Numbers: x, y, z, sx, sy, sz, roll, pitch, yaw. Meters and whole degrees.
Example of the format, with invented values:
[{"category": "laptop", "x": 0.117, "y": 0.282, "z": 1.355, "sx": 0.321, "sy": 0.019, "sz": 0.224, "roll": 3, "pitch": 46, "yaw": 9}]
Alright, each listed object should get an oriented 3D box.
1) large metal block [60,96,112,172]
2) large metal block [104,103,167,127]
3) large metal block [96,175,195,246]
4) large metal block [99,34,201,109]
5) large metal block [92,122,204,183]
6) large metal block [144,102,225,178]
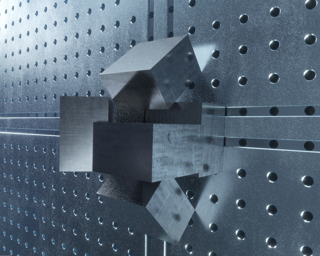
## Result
[{"category": "large metal block", "x": -0.084, "y": 0.005, "z": 0.368, "sx": 0.050, "sy": 0.080, "sz": 0.080, "roll": 1, "pitch": 91, "yaw": -5}, {"category": "large metal block", "x": -0.036, "y": 0.006, "z": 0.425, "sx": 0.080, "sy": 0.050, "sz": 0.080, "roll": 9, "pitch": 96, "yaw": 39}, {"category": "large metal block", "x": -0.016, "y": 0.091, "z": 0.380, "sx": 0.080, "sy": 0.050, "sz": 0.080, "roll": 3, "pitch": 137, "yaw": 40}, {"category": "large metal block", "x": -0.010, "y": -0.066, "z": 0.373, "sx": 0.080, "sy": 0.080, "sz": 0.050, "roll": 3, "pitch": 130, "yaw": 40}, {"category": "large metal block", "x": -0.011, "y": 0.020, "z": 0.318, "sx": 0.080, "sy": 0.081, "sz": 0.050, "roll": 2, "pitch": 91, "yaw": 40}, {"category": "large metal block", "x": 0.028, "y": 0.010, "z": 0.370, "sx": 0.080, "sy": 0.050, "sz": 0.080, "roll": 4, "pitch": 93, "yaw": 40}]
